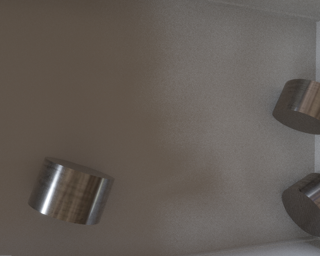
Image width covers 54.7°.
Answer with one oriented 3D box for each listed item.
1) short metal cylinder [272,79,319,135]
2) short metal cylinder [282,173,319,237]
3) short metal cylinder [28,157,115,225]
[{"bbox_3d":[0.217,-0.031,0.461,0.080,0.080,0.050,29,81,-18],"label":"short metal cylinder"},{"bbox_3d":[0.234,0.115,0.468,0.050,0.080,0.080,-27,99,-18],"label":"short metal cylinder"},{"bbox_3d":[-0.097,0.069,0.346,0.080,0.080,0.050,21,83,-19],"label":"short metal cylinder"}]
